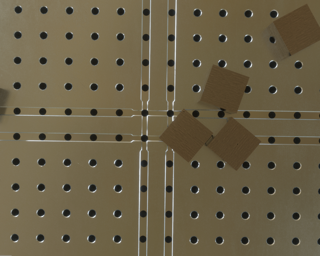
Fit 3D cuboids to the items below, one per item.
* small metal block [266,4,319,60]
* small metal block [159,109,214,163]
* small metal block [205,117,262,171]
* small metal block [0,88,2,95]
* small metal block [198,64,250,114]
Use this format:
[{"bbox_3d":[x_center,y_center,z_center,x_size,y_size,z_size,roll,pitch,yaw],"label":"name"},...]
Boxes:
[{"bbox_3d":[0.181,-0.128,0.414,0.050,0.025,0.050,-28,90,0],"label":"small metal block"},{"bbox_3d":[0.034,0.010,0.414,0.050,0.025,0.050,40,90,0],"label":"small metal block"},{"bbox_3d":[0.096,0.021,0.414,0.050,0.025,0.050,40,90,0],"label":"small metal block"},{"bbox_3d":[-0.248,-0.038,0.412,0.050,0.025,0.050,18,90,0],"label":"small metal block"},{"bbox_3d":[0.084,-0.051,0.414,0.050,0.025,0.050,20,90,0],"label":"small metal block"}]
